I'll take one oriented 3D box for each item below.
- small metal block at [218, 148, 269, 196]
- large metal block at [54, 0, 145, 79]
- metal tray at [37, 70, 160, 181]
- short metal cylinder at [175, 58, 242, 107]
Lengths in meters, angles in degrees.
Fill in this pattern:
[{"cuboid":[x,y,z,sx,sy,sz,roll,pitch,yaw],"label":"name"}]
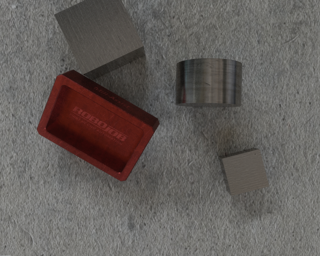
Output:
[{"cuboid":[0.110,0.057,0.412,0.050,0.025,0.050,-14,90,-1],"label":"small metal block"},{"cuboid":[-0.073,-0.117,0.396,0.080,0.050,0.080,-26,90,-1],"label":"large metal block"},{"cuboid":[-0.078,-0.002,0.388,0.130,0.030,0.089,30,115,-1],"label":"metal tray"},{"cuboid":[0.060,-0.053,0.383,0.081,0.080,0.050,2,90,-1],"label":"short metal cylinder"}]
